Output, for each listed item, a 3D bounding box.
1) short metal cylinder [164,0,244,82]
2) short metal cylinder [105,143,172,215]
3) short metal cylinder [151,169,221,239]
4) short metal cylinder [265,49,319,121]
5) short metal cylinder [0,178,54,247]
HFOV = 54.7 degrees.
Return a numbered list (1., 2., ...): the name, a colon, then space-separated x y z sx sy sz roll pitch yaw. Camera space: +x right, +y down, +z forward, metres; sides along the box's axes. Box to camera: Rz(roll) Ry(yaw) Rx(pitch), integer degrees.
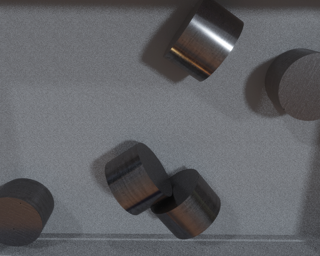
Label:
1. short metal cylinder: 0.047 -0.099 0.346 0.050 0.080 0.080 32 107 -11
2. short metal cylinder: -0.027 0.066 0.406 0.050 0.080 0.080 -33 107 11
3. short metal cylinder: 0.034 0.101 0.419 0.080 0.080 0.050 -36 106 12
4. short metal cylinder: 0.177 -0.054 0.379 0.081 0.050 0.079 0 110 0
5. short metal cylinder: -0.199 0.119 0.440 0.081 0.050 0.079 0 110 0
